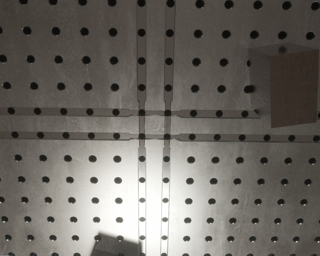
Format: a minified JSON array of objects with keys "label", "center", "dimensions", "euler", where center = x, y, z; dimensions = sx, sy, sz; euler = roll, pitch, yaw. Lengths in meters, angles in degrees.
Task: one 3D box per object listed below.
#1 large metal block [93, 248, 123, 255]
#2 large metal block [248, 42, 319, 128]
[{"label":"large metal block","center":[-0.080,0.249,0.491],"dimensions":[0.080,0.050,0.079],"euler":[18,109,-7]},{"label":"large metal block","center":[0.142,-0.054,0.366],"dimensions":[0.050,0.080,0.079],"euler":[-8,110,2]}]
